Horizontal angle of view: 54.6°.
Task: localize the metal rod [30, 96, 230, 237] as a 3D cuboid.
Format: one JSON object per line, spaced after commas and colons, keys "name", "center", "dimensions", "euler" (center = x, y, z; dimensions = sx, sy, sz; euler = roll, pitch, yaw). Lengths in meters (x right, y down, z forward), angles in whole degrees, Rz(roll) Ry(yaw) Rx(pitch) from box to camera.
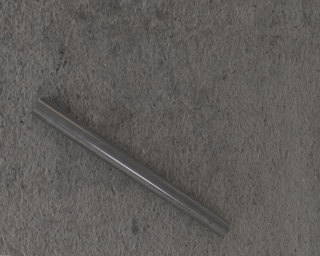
{"name": "metal rod", "center": [-0.025, 0.059, 0.399], "dimensions": [0.301, 0.025, 0.025], "euler": [36, 78, -17]}
